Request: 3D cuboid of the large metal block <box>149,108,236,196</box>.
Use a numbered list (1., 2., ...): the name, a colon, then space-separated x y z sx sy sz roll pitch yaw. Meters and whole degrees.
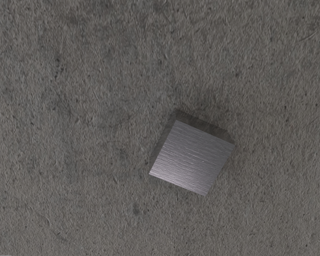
1. large metal block: 0.039 0.031 0.408 0.080 0.050 0.080 23 108 -8
